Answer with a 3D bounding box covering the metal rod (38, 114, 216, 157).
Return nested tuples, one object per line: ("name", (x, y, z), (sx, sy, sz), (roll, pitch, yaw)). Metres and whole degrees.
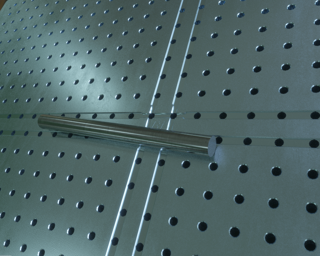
("metal rod", (-0.066, 0.005, 0.440), (0.300, 0.025, 0.025), (7, 65, 31))
